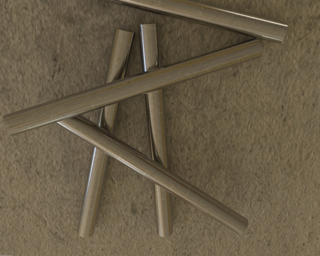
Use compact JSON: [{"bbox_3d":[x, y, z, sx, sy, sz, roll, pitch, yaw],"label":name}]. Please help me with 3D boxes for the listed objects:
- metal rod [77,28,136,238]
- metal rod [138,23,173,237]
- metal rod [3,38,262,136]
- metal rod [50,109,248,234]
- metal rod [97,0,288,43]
[{"bbox_3d":[-0.077,0.020,0.416,0.025,0.025,0.298,13,110,-5],"label":"metal rod"},{"bbox_3d":[-0.003,0.017,0.415,0.025,0.025,0.298,-4,110,1],"label":"metal rod"},{"bbox_3d":[-0.024,-0.050,0.359,0.302,0.025,0.025,-18,110,-7],"label":"metal rod"},{"bbox_3d":[-0.008,0.057,0.402,0.301,0.025,0.025,33,107,-12],"label":"metal rod"},{"bbox_3d":[-0.002,-0.144,0.356,0.302,0.025,0.025,12,110,-5],"label":"metal rod"}]
